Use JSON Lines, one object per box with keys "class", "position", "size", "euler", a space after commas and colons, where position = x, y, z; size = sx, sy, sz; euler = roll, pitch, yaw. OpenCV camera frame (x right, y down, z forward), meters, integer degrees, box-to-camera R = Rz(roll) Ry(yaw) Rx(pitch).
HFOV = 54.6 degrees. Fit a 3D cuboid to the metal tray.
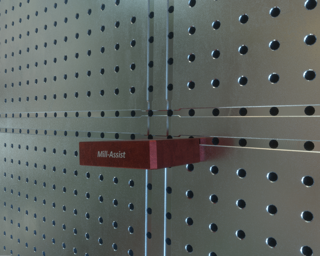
{"class": "metal tray", "position": [-0.027, 0.030, 0.390], "size": [0.130, 0.091, 0.030], "euler": [-3, 88, 40]}
